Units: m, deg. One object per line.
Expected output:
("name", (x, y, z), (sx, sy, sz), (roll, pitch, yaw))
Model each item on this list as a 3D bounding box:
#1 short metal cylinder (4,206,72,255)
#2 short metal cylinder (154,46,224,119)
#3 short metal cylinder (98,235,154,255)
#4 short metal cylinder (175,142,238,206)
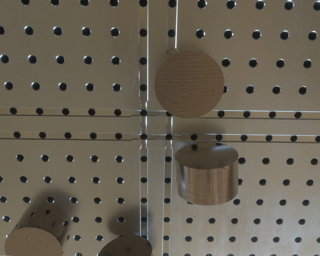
("short metal cylinder", (-0.178, 0.164, 0.459), (0.081, 0.050, 0.079), (0, 110, 0))
("short metal cylinder", (0.034, -0.057, 0.379), (0.081, 0.050, 0.079), (0, 110, 0))
("short metal cylinder", (-0.047, 0.206, 0.460), (0.080, 0.080, 0.050), (-8, 110, 3))
("short metal cylinder", (0.061, 0.057, 0.406), (0.080, 0.080, 0.050), (-4, 110, 1))
